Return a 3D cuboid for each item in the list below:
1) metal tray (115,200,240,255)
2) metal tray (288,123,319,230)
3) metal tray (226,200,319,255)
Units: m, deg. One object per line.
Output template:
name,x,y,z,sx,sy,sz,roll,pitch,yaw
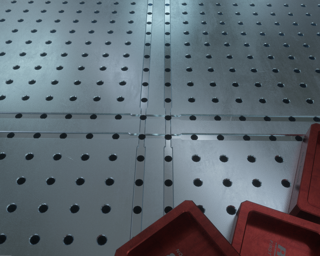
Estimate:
metal tray,0.028,0.134,0.261,0.090,0.030,0.130,-33,42,-12
metal tray,0.208,0.060,0.356,0.090,0.030,0.130,19,52,15
metal tray,0.105,0.142,0.286,0.090,0.030,0.130,17,52,13
